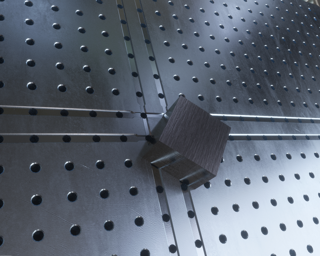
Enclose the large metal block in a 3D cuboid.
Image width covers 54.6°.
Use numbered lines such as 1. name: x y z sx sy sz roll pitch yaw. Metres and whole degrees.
1. large metal block: 0.036 0.018 0.400 0.080 0.050 0.080 32 52 -7
